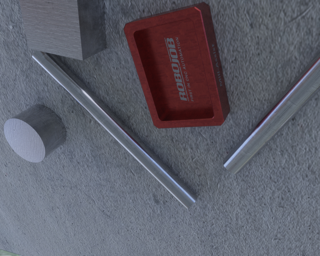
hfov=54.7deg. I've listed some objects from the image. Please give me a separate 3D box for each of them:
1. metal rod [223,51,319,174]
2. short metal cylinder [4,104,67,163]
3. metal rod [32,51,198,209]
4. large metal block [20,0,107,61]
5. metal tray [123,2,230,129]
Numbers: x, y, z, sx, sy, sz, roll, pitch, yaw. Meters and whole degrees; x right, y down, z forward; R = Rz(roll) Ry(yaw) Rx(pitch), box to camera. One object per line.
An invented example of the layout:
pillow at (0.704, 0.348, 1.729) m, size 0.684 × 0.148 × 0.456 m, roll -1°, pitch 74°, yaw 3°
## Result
metal rod at (0.150, -0.052, 0.294) m, size 0.025 × 0.025 × 0.298 m, roll 35°, pitch 129°, yaw 4°
short metal cylinder at (-0.200, 0.009, 0.499) m, size 0.080 × 0.050 × 0.079 m, roll 13°, pitch 124°, yaw 20°
metal rod at (-0.060, 0.001, 0.437) m, size 0.300 × 0.025 × 0.025 m, roll 45°, pitch 129°, yaw -4°
large metal block at (-0.113, -0.133, 0.366) m, size 0.080 × 0.050 × 0.079 m, roll 16°, pitch 125°, yaw 19°
metal tray at (0.021, -0.064, 0.351) m, size 0.090 × 0.030 × 0.129 m, roll -3°, pitch 117°, yaw 29°
